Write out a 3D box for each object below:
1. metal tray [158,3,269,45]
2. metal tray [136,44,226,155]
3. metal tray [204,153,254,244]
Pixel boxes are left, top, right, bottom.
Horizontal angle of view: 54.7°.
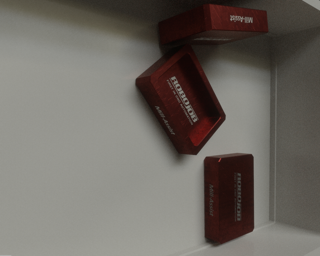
[{"bbox_3d":[0.075,-0.138,0.426,0.131,0.090,0.030,-13,99,-39],"label":"metal tray"},{"bbox_3d":[0.034,-0.038,0.431,0.090,0.030,0.130,-46,118,-30],"label":"metal tray"},{"bbox_3d":[0.113,0.108,0.498,0.091,0.030,0.129,-1,91,-40],"label":"metal tray"}]
